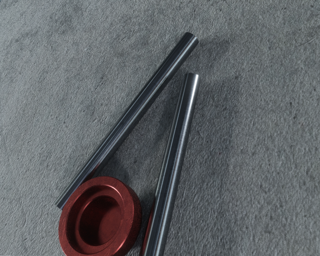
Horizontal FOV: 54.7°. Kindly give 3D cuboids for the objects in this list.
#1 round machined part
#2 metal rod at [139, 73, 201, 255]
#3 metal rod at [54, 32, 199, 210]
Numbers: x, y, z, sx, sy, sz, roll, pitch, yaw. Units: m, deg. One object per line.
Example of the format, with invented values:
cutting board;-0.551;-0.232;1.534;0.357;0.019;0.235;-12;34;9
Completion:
round machined part;-0.064;0.109;0.358;0.098;0.042;0.098;-13;56;20
metal rod;0.009;0.064;0.358;0.025;0.025;0.300;0;62;28
metal rod;-0.041;-0.014;0.432;0.025;0.025;0.300;28;77;37
